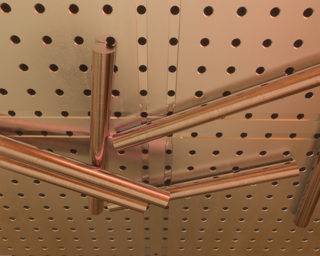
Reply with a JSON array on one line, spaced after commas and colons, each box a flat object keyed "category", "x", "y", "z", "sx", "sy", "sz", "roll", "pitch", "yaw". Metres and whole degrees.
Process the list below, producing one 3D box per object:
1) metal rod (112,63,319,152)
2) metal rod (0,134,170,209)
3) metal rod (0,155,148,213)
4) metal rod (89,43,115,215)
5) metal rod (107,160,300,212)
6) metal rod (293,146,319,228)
[{"category": "metal rod", "x": 0.078, "y": -0.026, "z": 0.389, "sx": 0.300, "sy": 0.025, "sz": 0.025, "roll": -19, "pitch": 128, "yaw": 15}, {"category": "metal rod", "x": -0.131, "y": 0.052, "z": 0.427, "sx": 0.301, "sy": 0.025, "sz": 0.025, "roll": 20, "pitch": 128, "yaw": -6}, {"category": "metal rod", "x": -0.161, "y": 0.064, "z": 0.441, "sx": 0.301, "sy": 0.025, "sz": 0.025, "roll": 20, "pitch": 128, "yaw": -8}, {"category": "metal rod", "x": -0.085, "y": 0.025, "z": 0.432, "sx": 0.025, "sy": 0.025, "sz": 0.298, "roll": 7, "pitch": 130, "yaw": -6}, {"category": "metal rod", "x": 0.060, "y": 0.094, "z": 0.491, "sx": 0.301, "sy": 0.025, "sz": 0.025, "roll": -13, "pitch": 129, "yaw": 11}, {"category": "metal rod", "x": 0.242, "y": 0.055, "z": 0.459, "sx": 0.025, "sy": 0.025, "sz": 0.298, "roll": -3, "pitch": 130, "yaw": 3}]
